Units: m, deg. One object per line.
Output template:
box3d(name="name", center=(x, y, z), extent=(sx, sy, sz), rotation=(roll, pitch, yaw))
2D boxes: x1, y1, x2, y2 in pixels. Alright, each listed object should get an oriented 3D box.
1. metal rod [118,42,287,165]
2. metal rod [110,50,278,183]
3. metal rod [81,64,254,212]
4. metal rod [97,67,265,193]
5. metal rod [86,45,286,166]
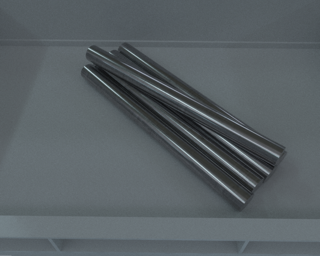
box3d(name="metal rod", center=(0.043, -0.046, 0.442), extent=(0.025, 0.025, 0.300), rotation=(-36, 59, -26))
box3d(name="metal rod", center=(0.026, -0.030, 0.429), extent=(0.025, 0.025, 0.300), rotation=(-36, 59, -26))
box3d(name="metal rod", center=(-0.008, -0.003, 0.406), extent=(0.025, 0.025, 0.300), rotation=(-36, 59, -26))
box3d(name="metal rod", center=(0.007, -0.018, 0.419), extent=(0.025, 0.025, 0.300), rotation=(-36, 59, -26))
box3d(name="metal rod", center=(0.016, -0.040, 0.403), extent=(0.300, 0.025, 0.025), rotation=(32, 57, 23))
